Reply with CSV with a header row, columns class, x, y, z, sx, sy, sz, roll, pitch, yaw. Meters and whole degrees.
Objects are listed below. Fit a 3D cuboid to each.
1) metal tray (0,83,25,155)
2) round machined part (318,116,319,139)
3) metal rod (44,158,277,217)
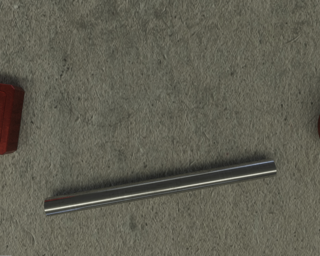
class,x,y,z,sx,sy,sz,roll,pitch,yaw
metal tray,-0.253,-0.018,0.405,0.131,0.030,0.089,7,90,0
round machined part,0.254,-0.002,0.404,0.099,0.042,0.097,0,90,0
metal rod,0.001,0.078,0.410,0.302,0.025,0.025,-10,90,0
